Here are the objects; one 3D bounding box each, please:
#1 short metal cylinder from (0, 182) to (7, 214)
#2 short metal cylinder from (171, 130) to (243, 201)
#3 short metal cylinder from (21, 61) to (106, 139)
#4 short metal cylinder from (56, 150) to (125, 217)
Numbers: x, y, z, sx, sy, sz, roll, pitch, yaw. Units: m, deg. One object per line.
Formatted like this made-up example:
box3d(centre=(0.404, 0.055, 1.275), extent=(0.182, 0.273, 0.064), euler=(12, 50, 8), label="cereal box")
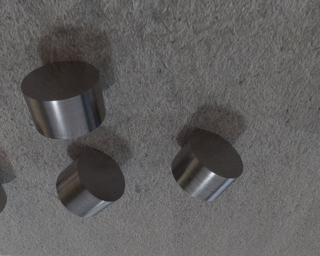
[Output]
box3d(centre=(-0.275, 0.099, 0.453), extent=(0.080, 0.080, 0.050), euler=(0, 130, 0), label="short metal cylinder")
box3d(centre=(0.062, 0.049, 0.413), extent=(0.080, 0.080, 0.050), euler=(21, 127, -17), label="short metal cylinder")
box3d(centre=(-0.104, -0.033, 0.342), extent=(0.080, 0.080, 0.050), euler=(-1, 130, 1), label="short metal cylinder")
box3d(centre=(-0.096, 0.078, 0.436), extent=(0.080, 0.080, 0.050), euler=(36, 121, -27), label="short metal cylinder")
